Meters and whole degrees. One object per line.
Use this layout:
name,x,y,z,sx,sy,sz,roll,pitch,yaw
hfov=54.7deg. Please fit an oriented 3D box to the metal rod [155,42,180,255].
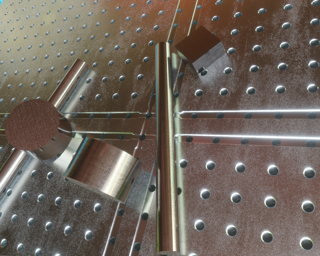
metal rod,0.007,0.003,0.401,0.025,0.025,0.299,-14,56,20

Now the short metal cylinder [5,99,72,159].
short metal cylinder,-0.181,0.003,0.466,0.080,0.050,0.080,-2,69,5

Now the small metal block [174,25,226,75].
small metal block,0.058,-0.113,0.447,0.050,0.025,0.050,-38,51,2

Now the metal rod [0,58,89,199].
metal rod,-0.207,0.011,0.507,0.025,0.025,0.300,17,70,34

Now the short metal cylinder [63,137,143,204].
short metal cylinder,-0.068,0.052,0.375,0.080,0.080,0.050,12,68,33
